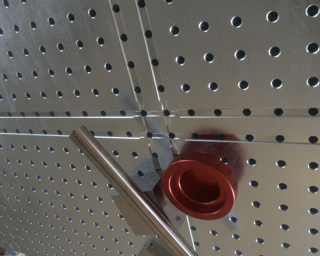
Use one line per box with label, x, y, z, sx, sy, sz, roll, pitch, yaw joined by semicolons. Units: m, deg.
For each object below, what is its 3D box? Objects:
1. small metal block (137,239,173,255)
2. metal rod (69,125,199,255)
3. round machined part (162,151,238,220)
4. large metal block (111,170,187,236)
small metal block;-0.010;0.238;0.564;0.050;0.025;0.050;38;129;2
metal rod;-0.014;0.117;0.426;0.025;0.025;0.300;-34;100;38
round machined part;0.056;0.072;0.416;0.098;0.042;0.097;13;124;21
large metal block;-0.014;0.115;0.474;0.080;0.050;0.080;-16;110;34
